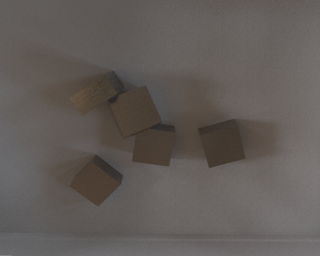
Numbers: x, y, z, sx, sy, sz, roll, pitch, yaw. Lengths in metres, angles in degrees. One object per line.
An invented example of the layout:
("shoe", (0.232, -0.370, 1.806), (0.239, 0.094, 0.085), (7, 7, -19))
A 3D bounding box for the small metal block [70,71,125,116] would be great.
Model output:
("small metal block", (-0.075, -0.044, 0.380), (0.050, 0.050, 0.025), (-31, 102, 11))

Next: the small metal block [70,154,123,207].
("small metal block", (-0.089, 0.074, 0.438), (0.050, 0.025, 0.050), (41, 105, -14))

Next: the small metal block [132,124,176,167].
("small metal block", (-0.009, 0.021, 0.419), (0.050, 0.025, 0.050), (8, 110, -3))

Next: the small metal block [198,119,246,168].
("small metal block", (0.083, 0.021, 0.420), (0.050, 0.025, 0.050), (-16, 110, 5))

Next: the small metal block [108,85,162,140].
("small metal block", (-0.032, -0.019, 0.386), (0.050, 0.025, 0.050), (-22, 84, -14))
